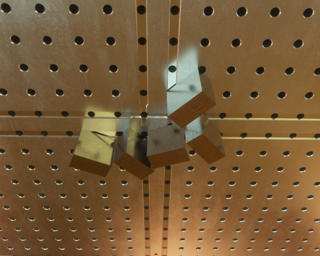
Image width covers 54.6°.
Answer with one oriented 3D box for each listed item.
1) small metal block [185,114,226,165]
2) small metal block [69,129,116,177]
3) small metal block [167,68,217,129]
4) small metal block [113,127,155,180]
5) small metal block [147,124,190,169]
[{"bbox_3d":[0.058,0.011,0.405,0.025,0.050,0.050,-33,123,24],"label":"small metal block"},{"bbox_3d":[-0.091,0.034,0.423,0.050,0.050,0.025,20,127,-16],"label":"small metal block"},{"bbox_3d":[0.035,-0.035,0.365,0.050,0.050,0.025,-36,122,26],"label":"small metal block"},{"bbox_3d":[-0.034,0.035,0.424,0.025,0.050,0.050,-37,121,27],"label":"small metal block"},{"bbox_3d":[0.011,0.023,0.414,0.050,0.050,0.025,-14,129,11],"label":"small metal block"}]
